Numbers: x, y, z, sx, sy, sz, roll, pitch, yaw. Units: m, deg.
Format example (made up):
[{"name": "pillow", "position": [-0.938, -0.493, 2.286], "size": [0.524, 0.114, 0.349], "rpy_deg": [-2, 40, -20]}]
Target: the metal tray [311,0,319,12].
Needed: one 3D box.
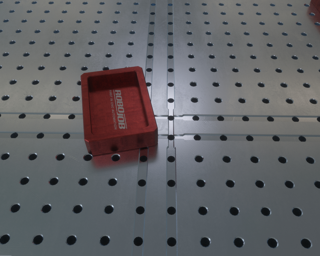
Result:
[{"name": "metal tray", "position": [0.384, -0.249, 0.616], "size": [0.131, 0.030, 0.090], "rpy_deg": [-3, 50, -3]}]

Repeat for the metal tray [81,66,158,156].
[{"name": "metal tray", "position": [-0.059, -0.029, 0.428], "size": [0.091, 0.030, 0.130], "rpy_deg": [-9, 51, -8]}]
